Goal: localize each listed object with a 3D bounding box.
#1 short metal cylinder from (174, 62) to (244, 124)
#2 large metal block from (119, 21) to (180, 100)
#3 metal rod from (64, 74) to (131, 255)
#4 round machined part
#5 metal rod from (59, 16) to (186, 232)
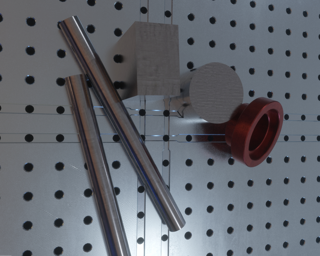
[{"bbox_3d":[0.066,-0.046,0.425,0.081,0.050,0.079,0,90,-21],"label":"short metal cylinder"},{"bbox_3d":[-0.016,-0.076,0.378,0.050,0.080,0.079,-2,91,-20],"label":"large metal block"},{"bbox_3d":[-0.069,0.082,0.388,0.025,0.025,0.298,-15,95,-20],"label":"metal rod"},{"bbox_3d":[0.129,0.003,0.438,0.099,0.042,0.097,-23,126,-37],"label":"round machined part"},{"bbox_3d":[-0.043,0.002,0.397,0.025,0.025,0.299,-30,100,-18],"label":"metal rod"}]
